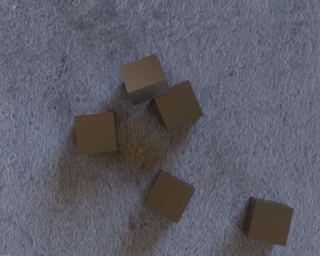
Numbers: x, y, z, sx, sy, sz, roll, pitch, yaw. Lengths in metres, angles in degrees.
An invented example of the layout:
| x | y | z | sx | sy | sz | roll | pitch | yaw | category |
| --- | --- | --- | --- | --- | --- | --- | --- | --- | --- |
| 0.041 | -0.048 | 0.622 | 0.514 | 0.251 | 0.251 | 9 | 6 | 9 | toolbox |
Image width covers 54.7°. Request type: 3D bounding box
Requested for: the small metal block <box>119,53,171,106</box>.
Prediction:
| x | y | z | sx | sy | sz | roll | pitch | yaw | category |
| --- | --- | --- | --- | --- | --- | --- | --- | --- | --- |
| -0.020 | -0.063 | 0.397 | 0.050 | 0.025 | 0.050 | -20 | 54 | -1 | small metal block |

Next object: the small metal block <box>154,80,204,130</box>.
| x | y | z | sx | sy | sz | roll | pitch | yaw | category |
| --- | --- | --- | --- | --- | --- | --- | --- | --- | --- |
| 0.023 | -0.030 | 0.410 | 0.050 | 0.025 | 0.050 | -23 | 90 | -1 | small metal block |

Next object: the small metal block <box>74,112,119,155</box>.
| x | y | z | sx | sy | sz | roll | pitch | yaw | category |
| --- | --- | --- | --- | --- | --- | --- | --- | --- | --- |
| -0.082 | 0.007 | 0.409 | 0.050 | 0.025 | 0.050 | -6 | 90 | -1 | small metal block |

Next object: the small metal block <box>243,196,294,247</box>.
| x | y | z | sx | sy | sz | roll | pitch | yaw | category |
| --- | --- | --- | --- | --- | --- | --- | --- | --- | --- |
| 0.143 | 0.123 | 0.412 | 0.050 | 0.025 | 0.050 | 13 | 90 | -1 | small metal block |

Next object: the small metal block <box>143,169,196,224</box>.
| x | y | z | sx | sy | sz | roll | pitch | yaw | category |
| --- | --- | --- | --- | --- | --- | --- | --- | --- | --- |
| 0.012 | 0.090 | 0.410 | 0.050 | 0.025 | 0.050 | 28 | 90 | -1 | small metal block |
